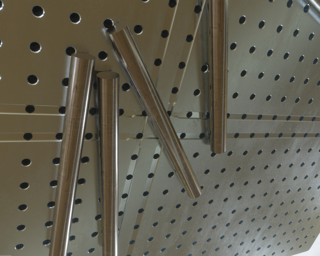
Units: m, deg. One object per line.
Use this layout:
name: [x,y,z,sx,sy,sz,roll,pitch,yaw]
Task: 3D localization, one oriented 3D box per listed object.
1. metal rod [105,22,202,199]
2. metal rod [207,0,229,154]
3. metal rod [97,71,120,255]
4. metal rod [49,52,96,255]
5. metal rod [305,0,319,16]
metal rod: [0.006,0.001,0.416,0.025,0.025,0.299,-32,129,-8]
metal rod: [0.075,-0.089,0.398,0.025,0.025,0.298,-20,126,-17]
metal rod: [-0.068,0.070,0.418,0.025,0.025,0.298,-10,123,-24]
metal rod: [-0.113,0.056,0.384,0.025,0.025,0.298,0,119,-29]
metal rod: [0.196,-0.183,0.407,0.302,0.025,0.025,20,108,-36]
